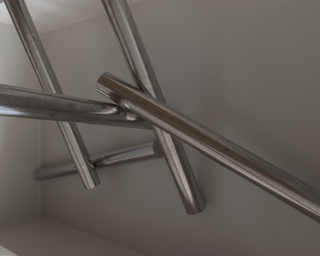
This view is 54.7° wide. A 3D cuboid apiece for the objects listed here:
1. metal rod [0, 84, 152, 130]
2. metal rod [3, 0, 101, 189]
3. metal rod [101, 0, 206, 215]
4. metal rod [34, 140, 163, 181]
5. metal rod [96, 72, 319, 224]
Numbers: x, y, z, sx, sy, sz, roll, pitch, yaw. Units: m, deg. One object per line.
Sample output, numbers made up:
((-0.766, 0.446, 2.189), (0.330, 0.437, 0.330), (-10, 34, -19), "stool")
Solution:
((-0.087, -0.018, 0.288), (0.025, 0.302, 0.025), (-4, 84, 38), "metal rod")
((-0.152, -0.051, 0.441), (0.025, 0.025, 0.298), (-12, 103, 39), "metal rod")
((-0.011, -0.039, 0.342), (0.025, 0.025, 0.298), (-12, 105, 39), "metal rod")
((-0.114, 0.058, 0.498), (0.300, 0.025, 0.025), (-15, 80, 38), "metal rod")
((0.063, 0.024, 0.294), (0.301, 0.025, 0.025), (31, 110, 16), "metal rod")
